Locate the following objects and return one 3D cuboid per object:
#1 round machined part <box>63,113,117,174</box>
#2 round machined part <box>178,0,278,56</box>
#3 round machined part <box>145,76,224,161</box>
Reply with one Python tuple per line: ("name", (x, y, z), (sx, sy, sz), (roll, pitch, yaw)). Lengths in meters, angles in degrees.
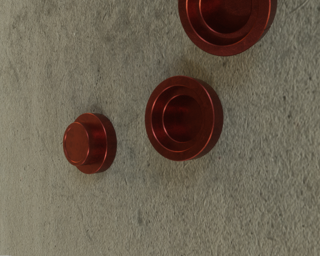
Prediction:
("round machined part", (-0.117, 0.025, 0.491), (0.098, 0.042, 0.097), (0, 90, 40))
("round machined part", (0.071, -0.127, 0.319), (0.098, 0.042, 0.097), (20, 128, 29))
("round machined part", (0.032, -0.011, 0.368), (0.098, 0.042, 0.097), (0, 90, 40))
